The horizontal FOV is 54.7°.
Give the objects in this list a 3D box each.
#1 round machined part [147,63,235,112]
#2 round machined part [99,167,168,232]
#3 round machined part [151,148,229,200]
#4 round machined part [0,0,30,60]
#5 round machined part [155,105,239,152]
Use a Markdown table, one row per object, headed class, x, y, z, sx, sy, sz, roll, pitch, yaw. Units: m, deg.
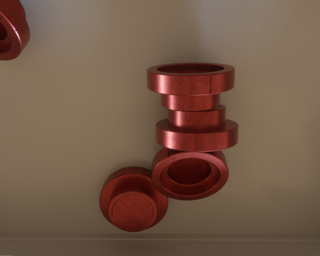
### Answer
| class | x | y | z | sx | sy | sz | roll | pitch | yaw |
| --- | --- | --- | --- | --- | --- | --- | --- | --- | --- |
| round machined part | 0.035 | -0.048 | 0.355 | 0.099 | 0.098 | 0.042 | -2 | 109 | 0 |
| round machined part | -0.037 | 0.108 | 0.442 | 0.099 | 0.042 | 0.097 | 0 | 110 | -1 |
| round machined part | 0.038 | 0.050 | 0.410 | 0.099 | 0.042 | 0.097 | -1 | 131 | -1 |
| round machined part | -0.189 | -0.124 | 0.337 | 0.098 | 0.042 | 0.098 | 12 | 149 | 8 |
| round machined part | 0.044 | -0.006 | 0.372 | 0.099 | 0.098 | 0.042 | -1 | 103 | 0 |
